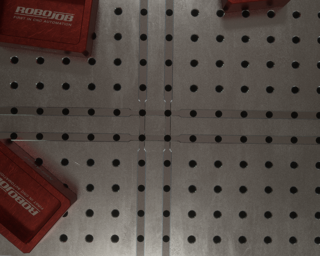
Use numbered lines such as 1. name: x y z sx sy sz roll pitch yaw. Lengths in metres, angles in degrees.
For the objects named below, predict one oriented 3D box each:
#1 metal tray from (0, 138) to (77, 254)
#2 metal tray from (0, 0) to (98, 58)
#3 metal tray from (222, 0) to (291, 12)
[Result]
1. metal tray: -0.189 0.087 0.408 0.130 0.030 0.090 41 90 -1
2. metal tray: -0.154 -0.148 0.408 0.131 0.030 0.089 8 90 -1
3. metal tray: 0.125 -0.228 0.412 0.091 0.030 0.129 -7 90 -1
